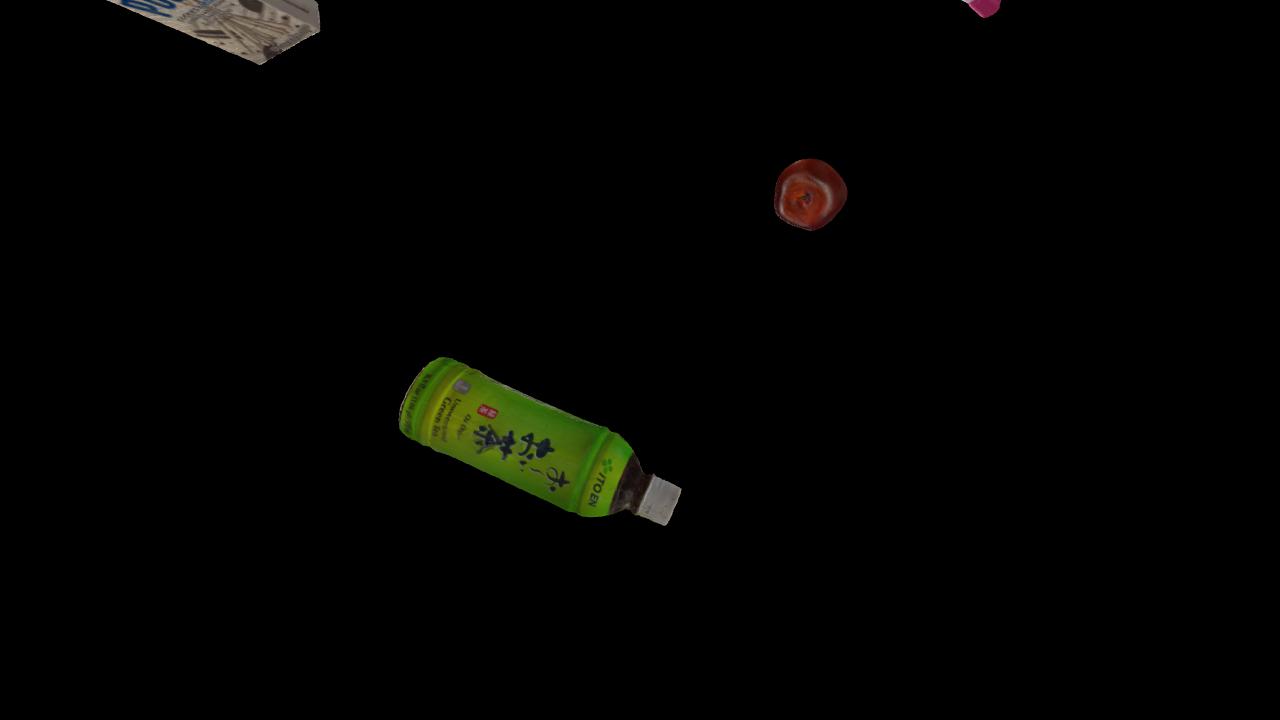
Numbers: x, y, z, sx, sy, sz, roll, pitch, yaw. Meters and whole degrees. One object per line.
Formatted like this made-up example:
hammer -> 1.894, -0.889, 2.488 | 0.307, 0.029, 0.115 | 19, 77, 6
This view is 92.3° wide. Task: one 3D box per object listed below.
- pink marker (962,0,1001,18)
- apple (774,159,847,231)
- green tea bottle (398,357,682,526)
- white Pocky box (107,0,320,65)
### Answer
pink marker -> 0.243, -0.305, 0.485 | 0.121, 0.020, 0.020 | 15, -7, -26
apple -> 0.191, -0.186, 0.688 | 0.079, 0.079, 0.093 | 0, 22, 22
green tea bottle -> -0.071, 0.067, 0.463 | 0.212, 0.073, 0.073 | 21, 2, 6
white Pocky box -> -0.328, -0.271, 0.446 | 0.084, 0.028, 0.154 | -7, -3, 27
